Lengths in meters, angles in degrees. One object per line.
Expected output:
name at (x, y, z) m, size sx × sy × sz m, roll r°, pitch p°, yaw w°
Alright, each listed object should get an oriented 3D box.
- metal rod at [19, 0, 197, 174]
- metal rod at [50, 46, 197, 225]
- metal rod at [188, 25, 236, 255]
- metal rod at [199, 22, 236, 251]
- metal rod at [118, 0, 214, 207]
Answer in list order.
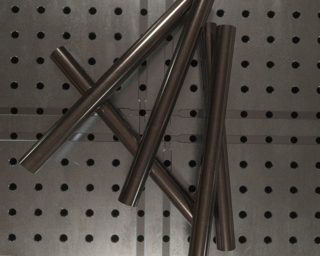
metal rod at (-0.058, -0.063, 0.391) m, size 0.025 × 0.025 × 0.300 m, roll 42°, pitch 81°, yaw 0°
metal rod at (-0.039, 0.015, 0.412) m, size 0.025 × 0.025 × 0.300 m, roll -40°, pitch 91°, yaw 0°
metal rod at (0.065, 0.023, 0.388) m, size 0.025 × 0.025 × 0.298 m, roll 7°, pitch 90°, yaw -1°
metal rod at (0.076, 0.011, 0.414) m, size 0.025 × 0.025 × 0.298 m, roll -5°, pitch 90°, yaw -1°
metal rod at (0.012, -0.047, 0.390) m, size 0.025 × 0.025 × 0.299 m, roll 21°, pitch 88°, yaw -1°
